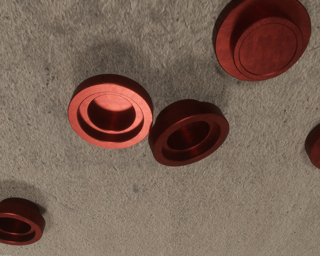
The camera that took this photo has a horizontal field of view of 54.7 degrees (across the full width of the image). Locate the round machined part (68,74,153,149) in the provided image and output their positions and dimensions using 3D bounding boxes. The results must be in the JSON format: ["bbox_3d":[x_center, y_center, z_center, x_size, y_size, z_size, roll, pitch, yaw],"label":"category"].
[{"bbox_3d":[-0.057,-0.024,0.375,0.099,0.042,0.097,0,130,0],"label":"round machined part"}]

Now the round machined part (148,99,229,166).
[{"bbox_3d":[0.032,0.002,0.385,0.099,0.042,0.097,-14,142,-11],"label":"round machined part"}]

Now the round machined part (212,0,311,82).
[{"bbox_3d":[0.106,-0.089,0.322,0.099,0.042,0.097,-1,130,0],"label":"round machined part"}]

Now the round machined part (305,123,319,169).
[{"bbox_3d":[0.257,0.028,0.424,0.099,0.042,0.097,-1,130,0],"label":"round machined part"}]

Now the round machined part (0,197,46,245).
[{"bbox_3d":[-0.244,0.155,0.524,0.099,0.042,0.097,-1,130,0],"label":"round machined part"}]
